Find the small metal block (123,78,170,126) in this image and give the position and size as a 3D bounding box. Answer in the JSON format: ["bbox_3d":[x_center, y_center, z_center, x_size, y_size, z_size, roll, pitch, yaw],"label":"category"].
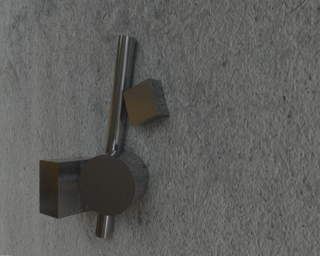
[{"bbox_3d":[-0.019,-0.033,0.421,0.050,0.025,0.050,-23,76,37],"label":"small metal block"}]

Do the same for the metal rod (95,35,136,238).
[{"bbox_3d":[-0.067,0.017,0.460,0.025,0.025,0.298,13,98,39],"label":"metal rod"}]

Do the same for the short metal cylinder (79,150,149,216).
[{"bbox_3d":[-0.062,0.072,0.422,0.080,0.050,0.079,1,94,17],"label":"short metal cylinder"}]

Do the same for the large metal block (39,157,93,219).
[{"bbox_3d":[-0.137,0.088,0.482,0.050,0.081,0.079,0,90,40],"label":"large metal block"}]
